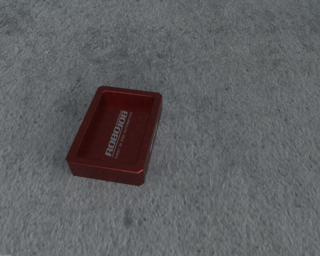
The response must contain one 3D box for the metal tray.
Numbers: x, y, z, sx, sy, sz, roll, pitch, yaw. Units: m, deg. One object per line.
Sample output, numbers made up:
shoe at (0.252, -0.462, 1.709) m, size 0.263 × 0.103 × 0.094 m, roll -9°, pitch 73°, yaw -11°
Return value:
metal tray at (-0.052, 0.004, 0.396) m, size 0.090 × 0.030 × 0.130 m, roll 8°, pitch 50°, yaw 6°
